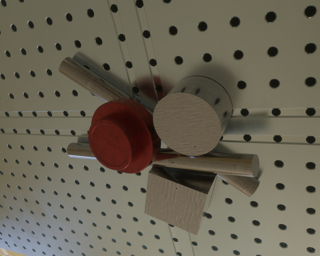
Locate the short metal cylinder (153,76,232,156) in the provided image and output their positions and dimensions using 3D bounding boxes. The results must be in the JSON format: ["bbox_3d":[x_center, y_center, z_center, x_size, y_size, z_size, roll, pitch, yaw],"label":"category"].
[{"bbox_3d":[0.039,-0.014,0.363,0.080,0.050,0.079,13,124,20],"label":"short metal cylinder"}]

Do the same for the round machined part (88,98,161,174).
[{"bbox_3d":[-0.051,0.015,0.391,0.098,0.042,0.097,14,117,29],"label":"round machined part"}]

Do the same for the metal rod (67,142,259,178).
[{"bbox_3d":[-0.020,0.038,0.420,0.300,0.025,0.025,1,119,35],"label":"metal rod"}]

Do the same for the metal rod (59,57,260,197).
[{"bbox_3d":[-0.005,-0.005,0.410,0.301,0.025,0.025,33,129,5],"label":"metal rod"}]

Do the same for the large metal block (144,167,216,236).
[{"bbox_3d":[0.028,0.090,0.432,0.080,0.050,0.079,18,126,17],"label":"large metal block"}]
